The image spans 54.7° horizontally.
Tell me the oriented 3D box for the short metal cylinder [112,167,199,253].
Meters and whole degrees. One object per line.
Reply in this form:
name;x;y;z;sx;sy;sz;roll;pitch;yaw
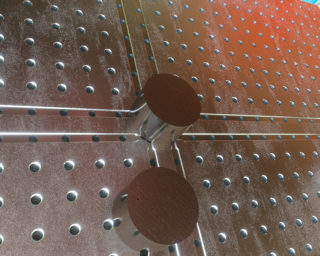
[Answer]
short metal cylinder;-0.006;0.089;0.335;0.081;0.050;0.080;14;56;-21

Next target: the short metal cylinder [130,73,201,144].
short metal cylinder;0.007;-0.025;0.411;0.081;0.050;0.080;14;56;-21
